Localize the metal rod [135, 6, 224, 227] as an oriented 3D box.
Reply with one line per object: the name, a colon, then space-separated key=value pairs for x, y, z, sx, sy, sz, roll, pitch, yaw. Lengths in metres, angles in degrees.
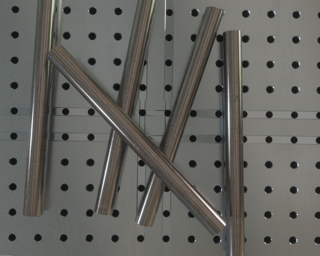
metal rod: x=0.026 y=-0.015 z=0.413 sx=0.025 sy=0.025 sz=0.298 roll=19 pitch=90 yaw=-1

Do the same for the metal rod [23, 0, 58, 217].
metal rod: x=-0.158 y=-0.035 z=0.411 sx=0.025 sy=0.025 sz=0.298 roll=4 pitch=90 yaw=-1

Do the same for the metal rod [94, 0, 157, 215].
metal rod: x=-0.045 y=-0.034 z=0.412 sx=0.025 sy=0.025 sz=0.298 roll=12 pitch=90 yaw=-1

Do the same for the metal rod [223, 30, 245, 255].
metal rod: x=0.099 y=0.022 z=0.414 sx=0.025 sy=0.025 sz=0.298 roll=-1 pitch=90 yaw=-1

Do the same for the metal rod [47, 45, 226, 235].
metal rod: x=-0.028 y=0.015 z=0.386 sx=0.025 sy=0.025 sz=0.300 roll=-43 pitch=91 yaw=0
